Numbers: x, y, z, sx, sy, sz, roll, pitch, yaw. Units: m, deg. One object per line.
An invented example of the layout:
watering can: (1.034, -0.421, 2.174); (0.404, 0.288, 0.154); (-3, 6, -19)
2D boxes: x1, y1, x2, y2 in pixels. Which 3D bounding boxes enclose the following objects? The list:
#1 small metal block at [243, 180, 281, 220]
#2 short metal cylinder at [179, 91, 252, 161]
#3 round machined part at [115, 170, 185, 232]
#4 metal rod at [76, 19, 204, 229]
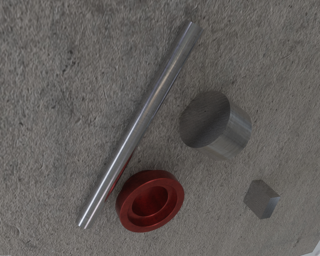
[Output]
small metal block: (0.188, 0.132, 0.575); (0.025, 0.050, 0.050); (0, 118, -29)
short metal cylinder: (0.072, -0.002, 0.409); (0.050, 0.080, 0.080); (29, 102, -38)
round machined part: (-0.017, 0.100, 0.448); (0.099, 0.042, 0.097); (-14, 124, -21)
metal rod: (-0.032, 0.006, 0.392); (0.025, 0.025, 0.298); (19, 108, -36)
